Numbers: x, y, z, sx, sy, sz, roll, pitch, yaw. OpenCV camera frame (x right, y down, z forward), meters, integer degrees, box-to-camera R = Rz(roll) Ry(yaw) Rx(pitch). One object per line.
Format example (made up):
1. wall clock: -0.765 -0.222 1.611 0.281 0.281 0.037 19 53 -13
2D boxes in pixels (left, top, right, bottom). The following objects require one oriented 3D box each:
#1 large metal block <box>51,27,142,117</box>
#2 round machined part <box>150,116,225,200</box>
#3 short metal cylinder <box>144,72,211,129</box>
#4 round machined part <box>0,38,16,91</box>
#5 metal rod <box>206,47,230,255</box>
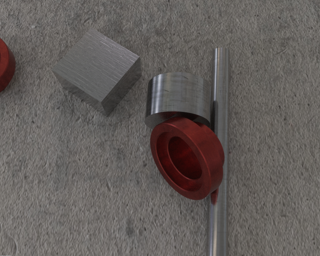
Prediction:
1. large metal block: -0.082 -0.075 0.422 0.080 0.050 0.080 33 73 11
2. round machined part: 0.036 0.031 0.363 0.042 0.097 0.098 -28 71 -32
3. short metal cylinder: 0.023 -0.028 0.390 0.080 0.080 0.050 4 70 1
4. round machined part: -0.248 -0.080 0.427 0.099 0.042 0.098 0 70 0
5. metal rod: 0.076 0.030 0.397 0.025 0.025 0.299 5 70 1
